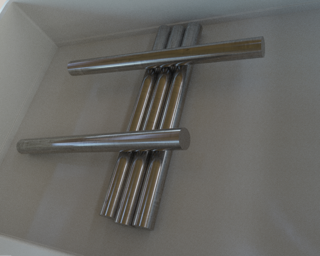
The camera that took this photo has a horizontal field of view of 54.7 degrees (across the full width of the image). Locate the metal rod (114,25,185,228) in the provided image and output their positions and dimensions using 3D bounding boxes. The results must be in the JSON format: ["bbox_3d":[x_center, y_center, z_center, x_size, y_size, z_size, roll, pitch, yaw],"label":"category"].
[{"bbox_3d":[-0.006,-0.019,0.420,0.025,0.025,0.300,1,62,29],"label":"metal rod"}]

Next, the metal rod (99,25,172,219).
[{"bbox_3d":[-0.026,-0.024,0.434,0.025,0.025,0.300,1,62,28],"label":"metal rod"}]

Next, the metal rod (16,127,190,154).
[{"bbox_3d":[-0.097,0.021,0.420,0.300,0.025,0.025,-4,60,34],"label":"metal rod"}]

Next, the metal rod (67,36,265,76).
[{"bbox_3d":[-0.010,-0.097,0.437,0.300,0.025,0.025,0,62,28],"label":"metal rod"}]

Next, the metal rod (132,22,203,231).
[{"bbox_3d":[0.017,-0.020,0.407,0.025,0.025,0.300,1,62,29],"label":"metal rod"}]
